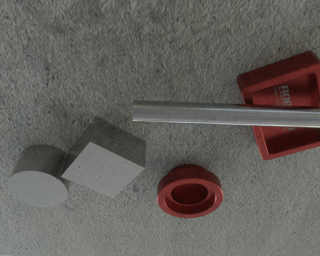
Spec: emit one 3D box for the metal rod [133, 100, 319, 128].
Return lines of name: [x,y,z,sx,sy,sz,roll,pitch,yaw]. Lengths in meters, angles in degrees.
metal rod: [0.121,-0.014,0.356,0.302,0.025,0.025,2,130,-2]

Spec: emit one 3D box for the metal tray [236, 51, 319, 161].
metal tray: [0.158,-0.021,0.388,0.090,0.030,0.130,-18,128,14]

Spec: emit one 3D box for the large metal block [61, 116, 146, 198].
large metal block: [-0.076,0.042,0.426,0.080,0.050,0.080,30,124,-23]

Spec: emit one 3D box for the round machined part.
round machined part: [0.045,0.093,0.476,0.099,0.042,0.097,-1,130,0]

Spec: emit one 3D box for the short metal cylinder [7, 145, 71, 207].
short metal cylinder: [-0.169,0.070,0.448,0.081,0.050,0.079,0,130,0]
